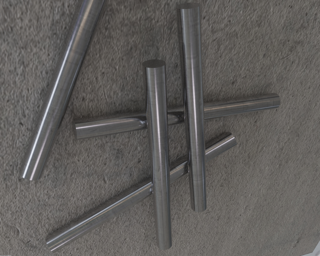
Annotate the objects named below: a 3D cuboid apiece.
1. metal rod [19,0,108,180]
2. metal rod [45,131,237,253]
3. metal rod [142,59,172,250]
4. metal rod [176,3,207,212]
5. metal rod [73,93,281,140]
[{"bbox_3d":[-0.087,-0.075,0.312,0.025,0.025,0.298,14,111,-34],"label":"metal rod"},{"bbox_3d":[-0.020,0.088,0.449,0.302,0.025,0.025,-29,128,-10],"label":"metal rod"},{"bbox_3d":[0.000,0.057,0.408,0.025,0.025,0.298,-16,125,-19],"label":"metal rod"},{"bbox_3d":[0.044,-0.001,0.396,0.025,0.025,0.298,-20,126,-17],"label":"metal rod"},{"bbox_3d":[0.039,-0.020,0.415,0.303,0.025,0.025,-9,123,-24],"label":"metal rod"}]
